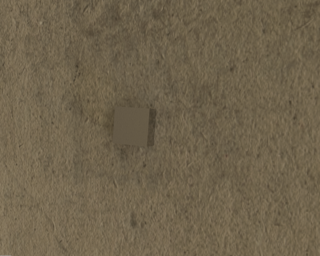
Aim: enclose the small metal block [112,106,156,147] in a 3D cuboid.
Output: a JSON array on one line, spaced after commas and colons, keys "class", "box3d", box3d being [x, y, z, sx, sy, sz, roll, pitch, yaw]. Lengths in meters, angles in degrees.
[{"class": "small metal block", "box3d": [-0.034, -0.002, 0.420, 0.050, 0.025, 0.050, 5, 92, 19]}]
